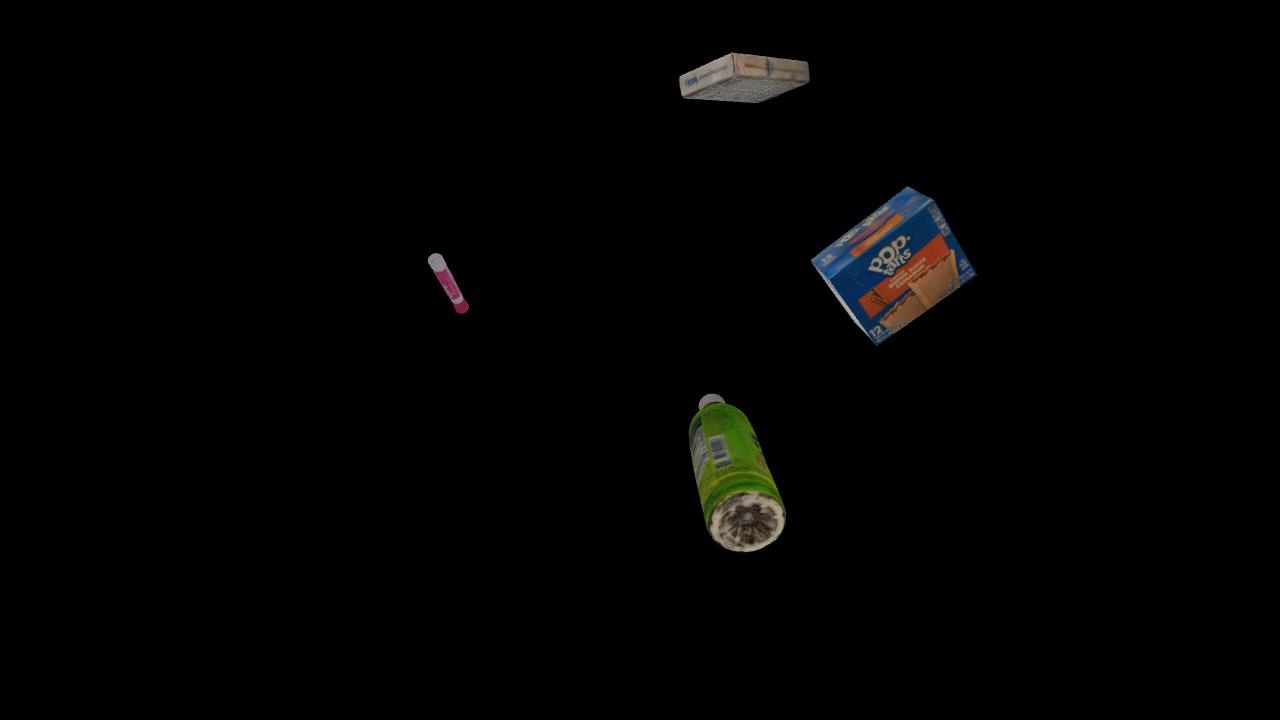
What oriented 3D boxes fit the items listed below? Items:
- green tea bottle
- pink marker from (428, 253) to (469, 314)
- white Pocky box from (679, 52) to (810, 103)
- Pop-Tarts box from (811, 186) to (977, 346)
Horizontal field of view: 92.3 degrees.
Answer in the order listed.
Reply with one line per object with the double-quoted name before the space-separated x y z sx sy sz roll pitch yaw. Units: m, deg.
"green tea bottle" 0.086 0.094 0.614 0.073 0.073 0.212 0 27 -3
"pink marker" -0.250 -0.097 0.812 0.020 0.020 0.121 0 -27 2
"white Pocky box" 0.129 -0.338 0.744 0.154 0.028 0.084 -18 12 -40
"Pop-Tarts box" 0.359 -0.132 0.877 0.167 0.141 0.083 -38 25 12
